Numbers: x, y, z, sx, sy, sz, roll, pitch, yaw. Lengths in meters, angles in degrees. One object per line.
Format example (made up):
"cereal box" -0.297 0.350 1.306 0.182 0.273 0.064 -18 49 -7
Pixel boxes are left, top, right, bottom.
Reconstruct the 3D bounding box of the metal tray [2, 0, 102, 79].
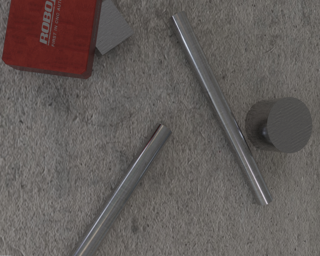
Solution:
"metal tray" -0.117 -0.126 0.349 0.091 0.030 0.129 8 87 -2

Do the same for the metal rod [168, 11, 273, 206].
"metal rod" 0.090 -0.021 0.442 0.025 0.025 0.299 -31 100 -17

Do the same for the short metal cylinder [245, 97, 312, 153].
"short metal cylinder" 0.176 -0.004 0.460 0.081 0.050 0.079 0 90 -20

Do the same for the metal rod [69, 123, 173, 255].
"metal rod" -0.075 0.123 0.381 0.025 0.025 0.300 37 78 -17

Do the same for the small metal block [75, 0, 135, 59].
"small metal block" -0.069 -0.122 0.383 0.050 0.025 0.050 -40 103 -16
